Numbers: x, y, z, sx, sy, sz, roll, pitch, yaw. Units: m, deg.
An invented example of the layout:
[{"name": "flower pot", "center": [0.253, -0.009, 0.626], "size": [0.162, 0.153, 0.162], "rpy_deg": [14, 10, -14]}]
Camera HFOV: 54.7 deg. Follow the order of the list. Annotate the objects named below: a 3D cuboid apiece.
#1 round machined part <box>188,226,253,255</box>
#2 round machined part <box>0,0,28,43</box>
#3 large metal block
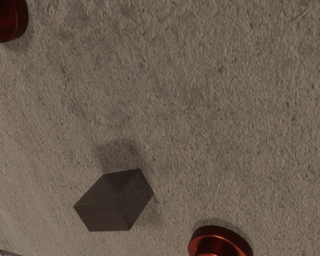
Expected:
[{"name": "round machined part", "center": [0.088, 0.200, 0.472], "size": [0.098, 0.042, 0.097], "rpy_deg": [13, 124, 20]}, {"name": "round machined part", "center": [-0.230, -0.162, 0.414], "size": [0.098, 0.042, 0.097], "rpy_deg": [13, 124, 20]}, {"name": "large metal block", "center": [-0.069, 0.110, 0.474], "size": [0.080, 0.080, 0.050], "rpy_deg": [-14, 111, 33]}]
